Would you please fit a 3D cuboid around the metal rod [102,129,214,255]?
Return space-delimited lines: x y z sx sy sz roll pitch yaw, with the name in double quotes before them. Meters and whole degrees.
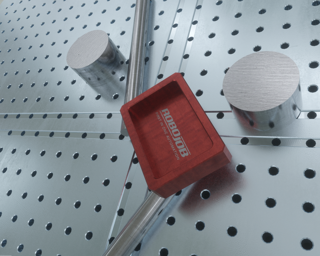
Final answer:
"metal rod" -0.035 0.124 0.349 0.025 0.025 0.300 31 79 37

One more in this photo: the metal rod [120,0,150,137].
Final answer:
"metal rod" -0.036 -0.122 0.500 0.025 0.025 0.299 -11 57 22

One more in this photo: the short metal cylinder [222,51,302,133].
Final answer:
"short metal cylinder" 0.118 -0.040 0.355 0.080 0.050 0.080 -13 56 20

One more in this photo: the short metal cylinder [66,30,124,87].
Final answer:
"short metal cylinder" -0.107 -0.116 0.518 0.080 0.050 0.080 -13 56 20

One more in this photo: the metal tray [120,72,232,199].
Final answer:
"metal tray" 0.013 0.004 0.361 0.090 0.030 0.130 -31 51 8
